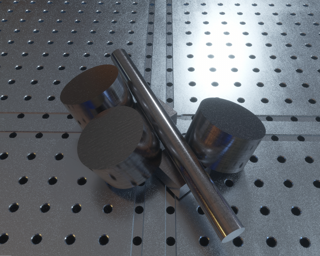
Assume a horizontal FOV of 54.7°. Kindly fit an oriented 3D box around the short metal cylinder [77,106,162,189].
[{"bbox_3d":[-0.045,0.022,0.350,0.080,0.050,0.080,-13,52,18],"label":"short metal cylinder"}]

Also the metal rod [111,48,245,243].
[{"bbox_3d":[0.003,-0.004,0.373,0.025,0.025,0.300,-20,53,-16],"label":"metal rod"}]

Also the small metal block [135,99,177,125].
[{"bbox_3d":[-0.013,-0.013,0.414,0.050,0.025,0.050,-36,59,-26],"label":"small metal block"}]

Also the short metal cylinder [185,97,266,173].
[{"bbox_3d":[0.075,0.007,0.364,0.081,0.050,0.080,15,33,-10],"label":"short metal cylinder"}]

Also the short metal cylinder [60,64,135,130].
[{"bbox_3d":[-0.079,-0.038,0.400,0.080,0.050,0.080,-16,40,14],"label":"short metal cylinder"}]

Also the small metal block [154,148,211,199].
[{"bbox_3d":[0.025,0.046,0.365,0.050,0.025,0.050,-33,58,-25],"label":"small metal block"}]
